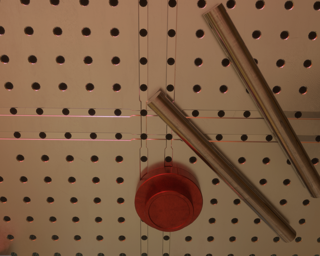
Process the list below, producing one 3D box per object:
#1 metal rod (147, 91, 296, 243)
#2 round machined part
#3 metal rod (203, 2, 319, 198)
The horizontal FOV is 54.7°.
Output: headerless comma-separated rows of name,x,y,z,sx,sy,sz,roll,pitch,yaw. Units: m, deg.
metal rod,0.095,0.063,0.437,0.025,0.025,0.300,-42,105,14
round machined part,0.013,0.108,0.444,0.099,0.042,0.097,0,110,0
metal rod,0.145,-0.023,0.405,0.025,0.025,0.299,-33,107,11
